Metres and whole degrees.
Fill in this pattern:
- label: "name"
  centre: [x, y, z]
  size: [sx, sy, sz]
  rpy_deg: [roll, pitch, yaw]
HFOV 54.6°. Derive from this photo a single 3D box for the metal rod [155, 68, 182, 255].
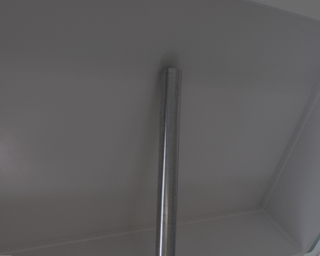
- label: "metal rod"
  centre: [0.009, 0.078, 0.383]
  size: [0.025, 0.025, 0.298]
  rpy_deg: [0, 94, -28]
